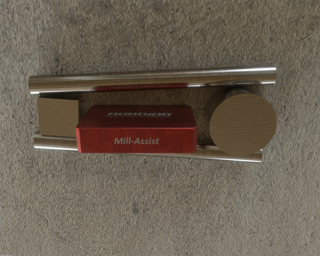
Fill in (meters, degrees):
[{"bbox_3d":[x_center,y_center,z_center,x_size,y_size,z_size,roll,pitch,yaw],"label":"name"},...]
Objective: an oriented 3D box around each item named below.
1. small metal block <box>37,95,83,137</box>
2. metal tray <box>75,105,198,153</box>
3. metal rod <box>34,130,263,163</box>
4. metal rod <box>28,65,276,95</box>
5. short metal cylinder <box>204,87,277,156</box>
[{"bbox_3d":[-0.129,-0.017,0.404,0.050,0.025,0.050,4,110,-2],"label":"small metal block"},{"bbox_3d":[-0.025,-0.002,0.374,0.131,0.090,0.030,0,110,0],"label":"metal tray"},{"bbox_3d":[-0.014,0.026,0.420,0.302,0.025,0.025,4,110,-2],"label":"metal rod"},{"bbox_3d":[-0.009,-0.060,0.389,0.302,0.025,0.025,-2,110,0],"label":"metal rod"},{"bbox_3d":[0.099,-0.011,0.394,0.081,0.050,0.079,0,110,0],"label":"short metal cylinder"}]
